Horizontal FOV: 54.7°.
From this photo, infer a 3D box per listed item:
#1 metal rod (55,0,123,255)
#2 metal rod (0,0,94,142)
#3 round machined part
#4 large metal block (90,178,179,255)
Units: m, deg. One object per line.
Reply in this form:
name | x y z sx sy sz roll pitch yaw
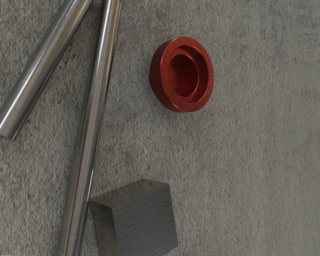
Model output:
metal rod | -0.077 0.002 0.341 0.025 0.025 0.298 14 81 -40
metal rod | -0.091 -0.125 0.329 0.025 0.025 0.299 35 68 -35
round machined part | 0.025 -0.069 0.416 0.099 0.042 0.097 0 90 -40
large metal block | -0.030 0.113 0.366 0.081 0.050 0.079 -14 99 -39
